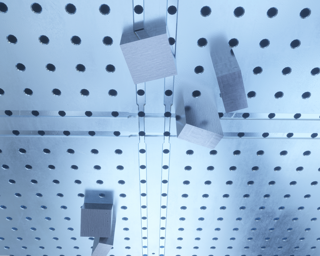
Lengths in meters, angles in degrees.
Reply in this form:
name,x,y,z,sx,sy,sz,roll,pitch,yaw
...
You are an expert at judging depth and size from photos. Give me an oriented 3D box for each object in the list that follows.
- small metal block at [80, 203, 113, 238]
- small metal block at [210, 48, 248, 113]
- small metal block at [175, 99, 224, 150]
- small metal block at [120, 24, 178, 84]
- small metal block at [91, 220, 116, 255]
name,x,y,z,sx,sy,sz,roll,pitch,yaw
small metal block,-0.108,0.157,0.530,0.050,0.025,0.050,3,99,-4
small metal block,0.078,-0.054,0.351,0.025,0.050,0.050,-15,129,12
small metal block,0.049,-0.005,0.392,0.050,0.050,0.025,18,128,-15
small metal block,-0.011,-0.081,0.343,0.050,0.025,0.050,-12,130,9
small metal block,-0.103,0.201,0.565,0.025,0.050,0.050,18,128,-15
